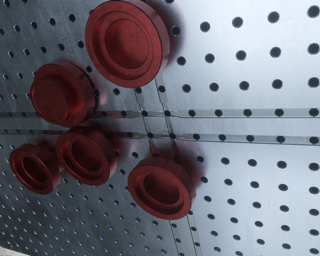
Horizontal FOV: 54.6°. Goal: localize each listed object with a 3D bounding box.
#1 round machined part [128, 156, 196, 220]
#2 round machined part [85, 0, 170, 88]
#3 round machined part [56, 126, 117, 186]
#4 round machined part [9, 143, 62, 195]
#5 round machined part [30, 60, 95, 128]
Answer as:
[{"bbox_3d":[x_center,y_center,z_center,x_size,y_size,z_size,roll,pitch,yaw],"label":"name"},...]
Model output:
[{"bbox_3d":[0.006,0.082,0.448,0.098,0.042,0.097,13,124,21],"label":"round machined part"},{"bbox_3d":[-0.033,-0.099,0.357,0.098,0.042,0.097,13,124,21],"label":"round machined part"},{"bbox_3d":[-0.109,0.039,0.482,0.098,0.042,0.097,13,124,21],"label":"round machined part"},{"bbox_3d":[-0.218,0.069,0.559,0.098,0.042,0.097,13,124,21],"label":"round machined part"},{"bbox_3d":[-0.146,-0.044,0.446,0.098,0.042,0.097,13,120,23],"label":"round machined part"}]
